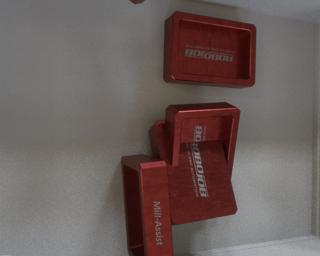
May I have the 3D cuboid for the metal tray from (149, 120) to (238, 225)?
[{"bbox_3d":[0.041,0.053,0.403,0.091,0.030,0.129,-4,72,-20],"label":"metal tray"}]

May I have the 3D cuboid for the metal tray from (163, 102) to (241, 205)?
[{"bbox_3d":[0.051,0.034,0.406,0.091,0.030,0.129,-5,111,-20],"label":"metal tray"}]

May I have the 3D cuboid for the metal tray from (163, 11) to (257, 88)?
[{"bbox_3d":[0.072,-0.106,0.435,0.131,0.030,0.089,2,90,-21],"label":"metal tray"}]

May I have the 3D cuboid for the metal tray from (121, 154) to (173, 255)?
[{"bbox_3d":[-0.017,0.100,0.370,0.030,0.090,0.129,-5,92,-20],"label":"metal tray"}]

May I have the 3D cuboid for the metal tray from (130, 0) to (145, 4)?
[{"bbox_3d":[-0.047,-0.183,0.265,0.131,0.030,0.090,29,86,-21],"label":"metal tray"}]
